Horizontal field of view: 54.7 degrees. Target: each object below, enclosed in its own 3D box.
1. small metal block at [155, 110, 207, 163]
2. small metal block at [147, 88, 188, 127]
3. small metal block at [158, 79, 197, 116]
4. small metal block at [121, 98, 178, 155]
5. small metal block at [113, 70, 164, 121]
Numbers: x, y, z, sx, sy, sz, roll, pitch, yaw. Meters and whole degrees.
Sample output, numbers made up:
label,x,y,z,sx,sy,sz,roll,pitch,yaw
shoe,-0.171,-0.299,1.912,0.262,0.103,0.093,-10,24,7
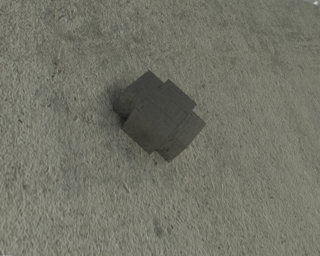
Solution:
label,x,y,z,sx,sy,sz,roll,pitch,yaw
small metal block,0.026,0.011,0.397,0.025,0.050,0.050,43,51,1
small metal block,-0.001,-0.015,0.399,0.050,0.050,0.025,43,51,0
small metal block,0.013,-0.029,0.415,0.050,0.050,0.025,42,51,0
small metal block,-0.014,-0.001,0.383,0.050,0.050,0.025,43,51,0
small metal block,-0.028,-0.041,0.399,0.025,0.050,0.050,43,51,1
